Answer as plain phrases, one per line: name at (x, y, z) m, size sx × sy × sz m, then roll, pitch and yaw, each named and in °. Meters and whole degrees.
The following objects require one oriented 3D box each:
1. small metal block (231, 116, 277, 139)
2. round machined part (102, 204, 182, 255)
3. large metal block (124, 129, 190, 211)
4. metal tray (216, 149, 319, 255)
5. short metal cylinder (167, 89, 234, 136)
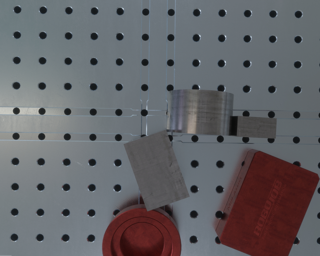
small metal block at (0.113, -0.001, 0.398) m, size 0.050 × 0.050 × 0.025 m, roll 3°, pitch 90°, yaw -9°
round machined part at (-0.022, 0.148, 0.405) m, size 0.099 × 0.042 × 0.097 m, roll 0°, pitch 90°, yaw 0°
large metal block at (-0.004, 0.047, 0.386) m, size 0.050 × 0.080 × 0.080 m, roll -19°, pitch 90°, yaw 0°
metal tray at (0.141, 0.104, 0.412) m, size 0.090 × 0.030 × 0.129 m, roll 22°, pitch 90°, yaw 0°
short metal cylinder at (0.050, -0.018, 0.386) m, size 0.080 × 0.080 × 0.050 m, roll 3°, pitch 90°, yaw 0°
